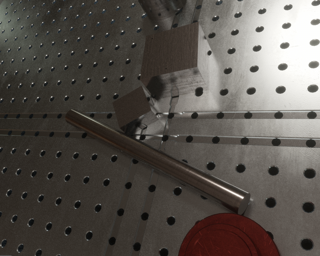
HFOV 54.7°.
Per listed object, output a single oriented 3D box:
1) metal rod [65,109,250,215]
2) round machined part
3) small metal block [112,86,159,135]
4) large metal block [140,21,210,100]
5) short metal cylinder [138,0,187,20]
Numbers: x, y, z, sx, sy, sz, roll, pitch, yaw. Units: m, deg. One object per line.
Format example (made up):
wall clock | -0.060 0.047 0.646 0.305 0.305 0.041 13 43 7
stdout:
metal rod | -0.026 0.030 0.402 0.300 0.025 0.025 23 74 36
round machined part | 0.061 0.127 0.287 0.098 0.042 0.098 -13 56 20
small metal block | -0.035 -0.024 0.440 0.050 0.025 0.050 -29 52 9
large metal block | 0.023 -0.093 0.436 0.080 0.050 0.080 -8 58 23
short metal cylinder | 0.000 -0.234 0.534 0.080 0.050 0.080 -13 56 20
